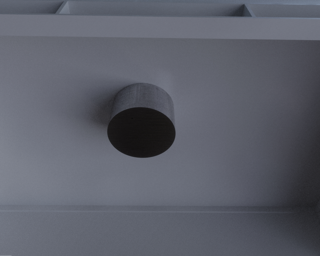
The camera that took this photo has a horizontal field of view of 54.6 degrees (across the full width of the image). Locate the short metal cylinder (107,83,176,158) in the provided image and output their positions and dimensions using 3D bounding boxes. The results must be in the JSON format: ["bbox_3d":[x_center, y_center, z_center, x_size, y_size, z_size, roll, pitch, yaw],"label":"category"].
[{"bbox_3d":[-0.022,-0.009,0.385,0.080,0.050,0.080,0,130,0],"label":"short metal cylinder"}]
